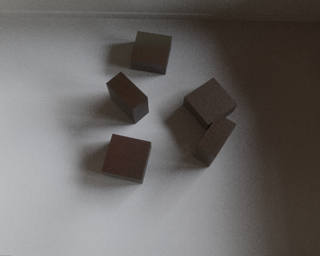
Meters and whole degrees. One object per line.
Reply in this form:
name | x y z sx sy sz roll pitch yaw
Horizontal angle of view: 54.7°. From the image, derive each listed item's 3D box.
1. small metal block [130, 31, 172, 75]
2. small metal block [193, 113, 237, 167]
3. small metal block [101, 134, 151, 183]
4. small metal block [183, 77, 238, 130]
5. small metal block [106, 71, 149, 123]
small metal block | -0.012 -0.109 0.449 0.050 0.025 0.050 10 70 3
small metal block | 0.068 0.017 0.391 0.025 0.050 0.050 32 73 11
small metal block | -0.041 0.039 0.395 0.050 0.025 0.050 12 70 4
small metal block | 0.068 -0.032 0.422 0.050 0.025 0.050 -35 74 -12
small metal block | -0.042 -0.039 0.410 0.025 0.050 0.050 -42 76 -14
